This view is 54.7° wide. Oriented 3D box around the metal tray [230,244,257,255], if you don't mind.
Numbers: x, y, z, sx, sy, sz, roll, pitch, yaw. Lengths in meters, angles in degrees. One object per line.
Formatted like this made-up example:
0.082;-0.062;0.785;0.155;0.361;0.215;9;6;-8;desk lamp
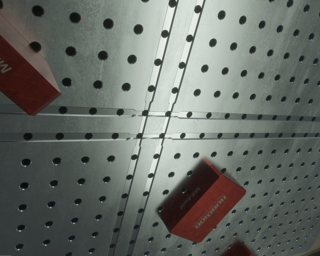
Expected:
0.194;0.331;0.723;0.090;0.030;0.130;-43;130;1;metal tray

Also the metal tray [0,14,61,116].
-0.141;-0.077;0.244;0.030;0.090;0.130;-40;130;-1;metal tray

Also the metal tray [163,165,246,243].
0.078;0.135;0.537;0.130;0.030;0.090;-50;129;7;metal tray
